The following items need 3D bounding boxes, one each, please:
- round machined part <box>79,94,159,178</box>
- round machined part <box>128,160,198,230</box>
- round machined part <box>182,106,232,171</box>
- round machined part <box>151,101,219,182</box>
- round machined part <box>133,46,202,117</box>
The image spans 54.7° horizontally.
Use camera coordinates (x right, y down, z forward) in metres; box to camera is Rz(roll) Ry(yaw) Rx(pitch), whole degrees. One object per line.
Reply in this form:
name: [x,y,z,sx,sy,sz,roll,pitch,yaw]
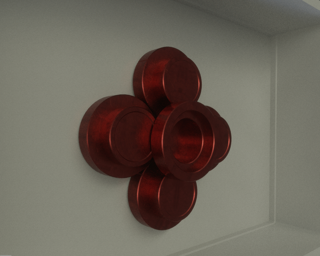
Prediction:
round machined part: [-0.039,0.010,0.359,0.099,0.042,0.097,0,90,-40]
round machined part: [0.010,0.083,0.402,0.099,0.042,0.097,2,87,-41]
round machined part: [0.066,0.016,0.448,0.099,0.042,0.097,0,90,-40]
round machined part: [0.027,0.016,0.388,0.099,0.042,0.097,0,90,-40]
round machined part: [0.017,-0.058,0.405,0.099,0.042,0.097,0,90,-40]
